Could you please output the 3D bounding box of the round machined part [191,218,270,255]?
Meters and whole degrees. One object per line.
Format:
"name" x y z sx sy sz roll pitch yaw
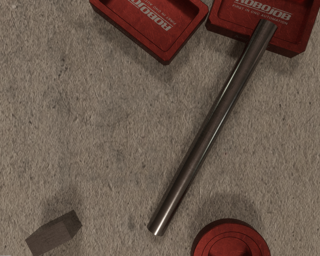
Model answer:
"round machined part" 0.089 0.166 0.403 0.099 0.042 0.097 0 90 -1

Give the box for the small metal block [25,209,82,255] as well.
"small metal block" -0.134 0.133 0.396 0.050 0.050 0.025 -27 90 0

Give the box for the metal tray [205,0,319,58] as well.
"metal tray" 0.136 -0.157 0.409 0.131 0.030 0.090 19 90 -1

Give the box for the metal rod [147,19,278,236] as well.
"metal rod" 0.063 0.004 0.394 0.025 0.025 0.299 28 96 -1

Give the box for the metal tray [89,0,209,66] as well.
"metal tray" -0.014 -0.157 0.407 0.130 0.030 0.090 38 90 -1
